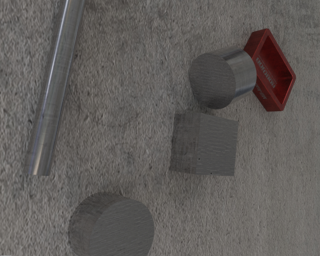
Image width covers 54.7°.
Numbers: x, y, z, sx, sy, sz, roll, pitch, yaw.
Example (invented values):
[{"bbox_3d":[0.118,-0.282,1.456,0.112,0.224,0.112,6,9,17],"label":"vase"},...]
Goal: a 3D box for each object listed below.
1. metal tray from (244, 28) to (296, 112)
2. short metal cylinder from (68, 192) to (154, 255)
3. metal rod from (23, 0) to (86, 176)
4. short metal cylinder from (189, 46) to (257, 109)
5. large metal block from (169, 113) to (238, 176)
[{"bbox_3d":[0.197,-0.102,0.565,0.130,0.030,0.090,44,64,-31],"label":"metal tray"},{"bbox_3d":[-0.053,0.115,0.344,0.081,0.050,0.080,0,90,-40],"label":"short metal cylinder"},{"bbox_3d":[-0.097,-0.101,0.323,0.025,0.025,0.299,16,80,-39],"label":"metal rod"},{"bbox_3d":[0.089,-0.072,0.443,0.050,0.080,0.080,-26,106,-37],"label":"short metal cylinder"},{"bbox_3d":[0.064,0.025,0.442,0.081,0.050,0.080,9,84,-40],"label":"large metal block"}]
